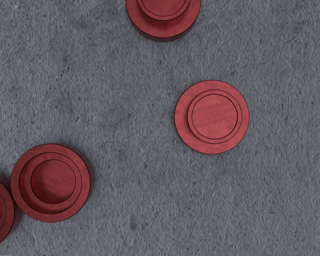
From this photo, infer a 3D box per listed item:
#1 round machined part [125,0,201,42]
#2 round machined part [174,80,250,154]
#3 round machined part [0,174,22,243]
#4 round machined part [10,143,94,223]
[{"bbox_3d":[0.004,-0.165,0.401,0.099,0.042,0.097,0,90,0],"label":"round machined part"},{"bbox_3d":[0.067,-0.014,0.402,0.099,0.042,0.097,0,90,0],"label":"round machined part"},{"bbox_3d":[-0.227,0.103,0.400,0.099,0.042,0.097,0,90,0],"label":"round machined part"},{"bbox_3d":[-0.134,0.068,0.400,0.099,0.042,0.097,0,90,0],"label":"round machined part"}]
